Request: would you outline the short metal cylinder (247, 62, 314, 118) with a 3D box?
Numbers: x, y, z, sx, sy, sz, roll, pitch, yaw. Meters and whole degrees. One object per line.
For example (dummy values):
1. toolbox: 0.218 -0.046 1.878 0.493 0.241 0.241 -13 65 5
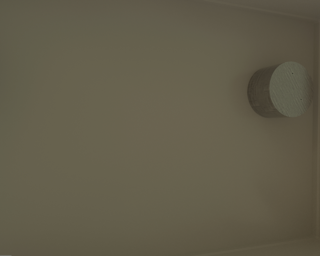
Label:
1. short metal cylinder: 0.181 -0.055 0.466 0.081 0.050 0.079 0 90 -21
